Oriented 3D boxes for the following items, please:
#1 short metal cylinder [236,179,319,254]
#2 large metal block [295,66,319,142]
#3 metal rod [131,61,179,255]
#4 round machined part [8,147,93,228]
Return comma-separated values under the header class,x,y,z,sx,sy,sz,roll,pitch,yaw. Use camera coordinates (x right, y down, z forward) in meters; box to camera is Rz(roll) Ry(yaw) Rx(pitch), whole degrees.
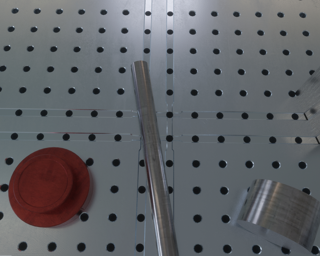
class,x,y,z,sx,sy,sz,roll,pitch,yaw
short metal cylinder,0.134,0.099,0.348,0.080,0.080,0.050,25,72,9
large metal block,0.230,-0.034,0.397,0.050,0.080,0.080,-16,71,-6
metal rod,-0.007,0.049,0.393,0.025,0.025,0.299,-8,70,-3
round machined part,-0.135,0.070,0.376,0.099,0.042,0.098,0,70,0
